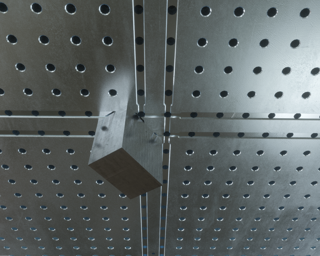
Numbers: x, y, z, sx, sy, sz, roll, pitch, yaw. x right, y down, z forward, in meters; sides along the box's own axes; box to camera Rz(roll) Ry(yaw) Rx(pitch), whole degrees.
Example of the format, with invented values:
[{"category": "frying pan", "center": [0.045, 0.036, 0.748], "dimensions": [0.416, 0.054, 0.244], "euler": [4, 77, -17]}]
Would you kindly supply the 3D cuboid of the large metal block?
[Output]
[{"category": "large metal block", "center": [-0.040, 0.031, 0.402], "dimensions": [0.050, 0.080, 0.080], "euler": [-28, 125, 21]}]
